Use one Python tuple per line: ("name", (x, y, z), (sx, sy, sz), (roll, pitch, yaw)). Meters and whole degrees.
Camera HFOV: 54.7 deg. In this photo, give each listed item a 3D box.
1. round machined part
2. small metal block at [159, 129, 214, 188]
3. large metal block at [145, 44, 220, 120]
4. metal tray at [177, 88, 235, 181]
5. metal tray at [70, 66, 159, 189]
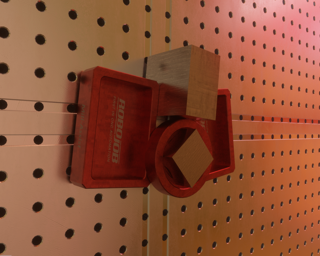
("round machined part", (0.019, 0.037, 0.397), (0.099, 0.042, 0.097), (0, 90, -40))
("small metal block", (0.033, 0.036, 0.377), (0.050, 0.025, 0.050), (-47, 118, -30))
("large metal block", (0.025, -0.052, 0.390), (0.050, 0.080, 0.080), (8, 85, -40))
("metal tray", (0.068, 0.009, 0.458), (0.091, 0.030, 0.129), (-9, 96, -40))
("metal tray", (-0.049, 0.003, 0.359), (0.091, 0.030, 0.129), (8, 85, -40))
